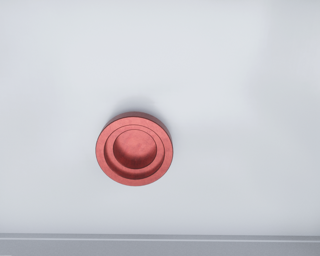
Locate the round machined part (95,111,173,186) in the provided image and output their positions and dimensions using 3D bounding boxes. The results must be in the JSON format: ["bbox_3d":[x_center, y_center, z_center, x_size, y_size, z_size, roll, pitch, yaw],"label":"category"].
[{"bbox_3d":[-0.032,0.024,0.411,0.099,0.042,0.097,0,110,0],"label":"round machined part"}]
